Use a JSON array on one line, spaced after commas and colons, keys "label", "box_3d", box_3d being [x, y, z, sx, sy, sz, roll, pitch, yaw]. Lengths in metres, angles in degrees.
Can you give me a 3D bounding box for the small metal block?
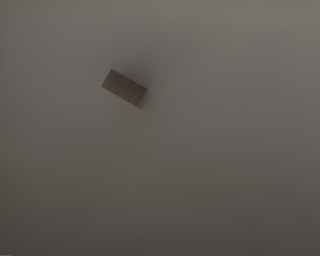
[{"label": "small metal block", "box_3d": [-0.043, -0.049, 0.399, 0.050, 0.050, 0.025, 30, 90, 0]}]
